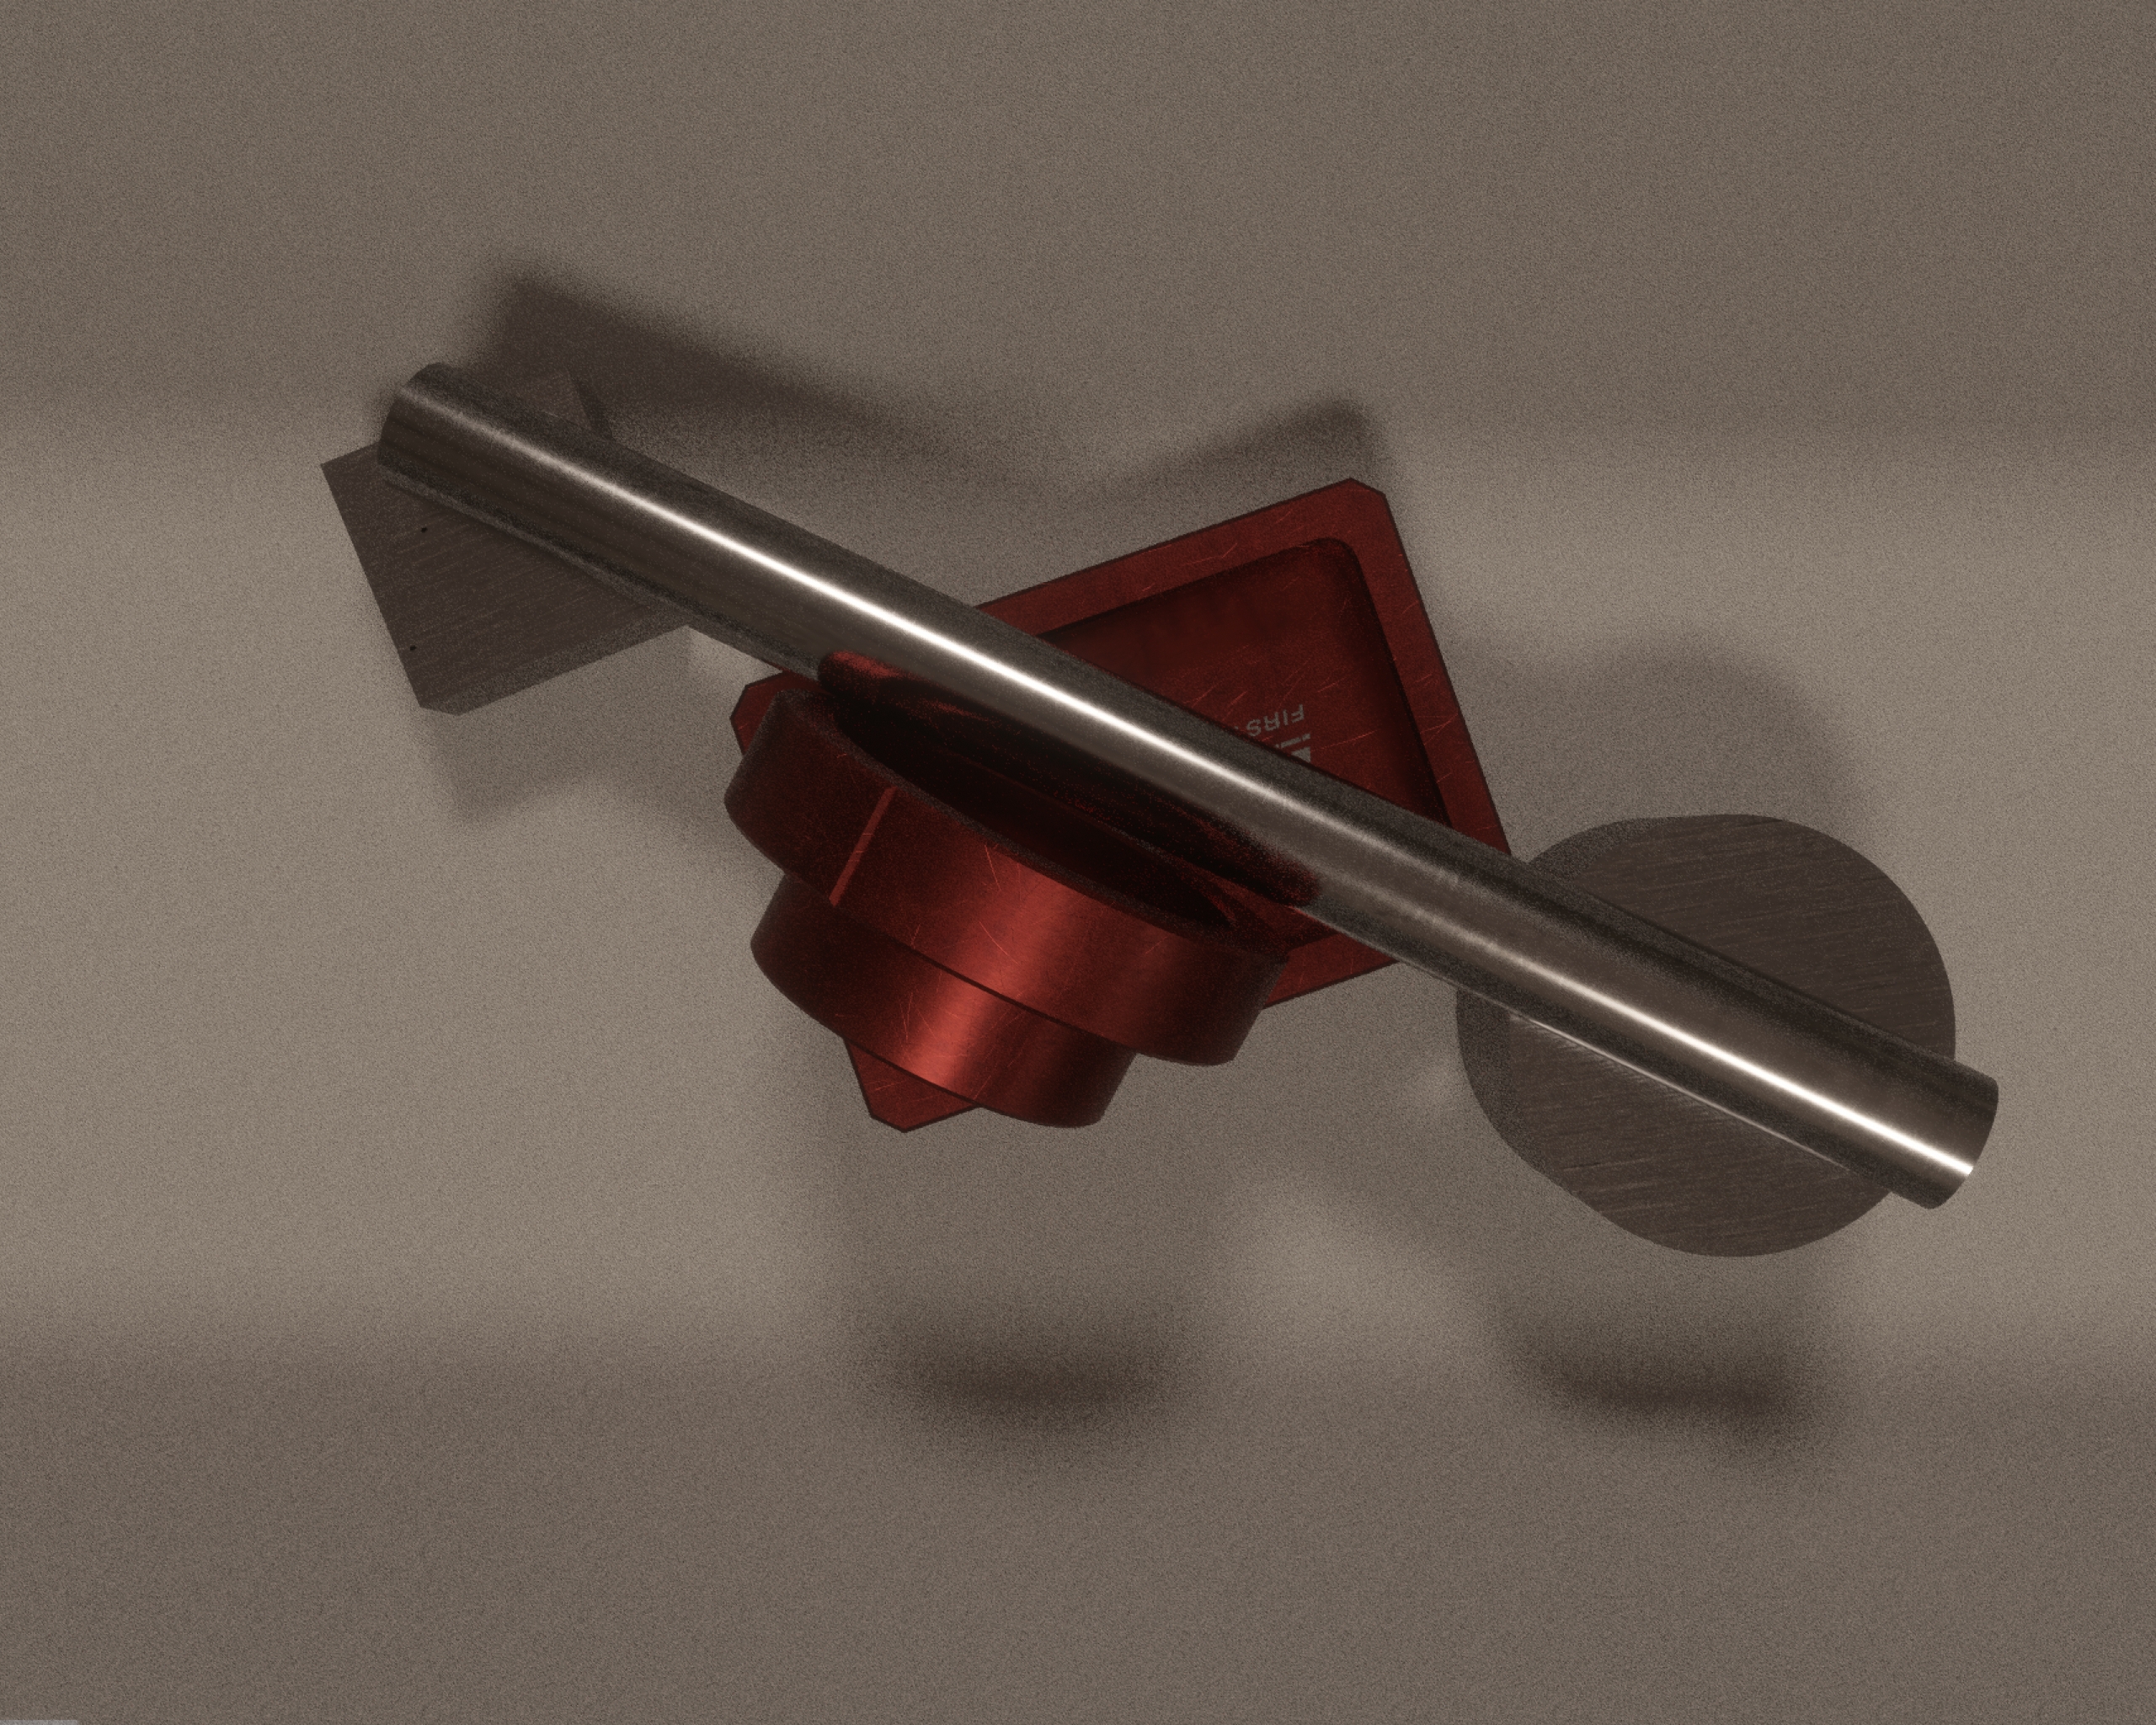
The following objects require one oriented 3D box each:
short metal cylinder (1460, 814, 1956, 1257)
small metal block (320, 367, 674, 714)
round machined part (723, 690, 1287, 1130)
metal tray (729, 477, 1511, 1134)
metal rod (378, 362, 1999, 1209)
[{"bbox_3d":[0.117,0.031,0.399,0.081,0.050,0.079,0,90,-1],"label":"short metal cylinder"},{"bbox_3d":[-0.111,-0.062,0.408,0.050,0.025,0.050,-22,90,-1],"label":"small metal block"},{"bbox_3d":[-0.017,0.011,0.360,0.098,0.098,0.042,28,98,-1],"label":"round machined part"},{"bbox_3d":[0.009,-0.011,0.407,0.131,0.030,0.090,-19,90,-1],"label":"metal tray"},{"bbox_3d":[0.014,-0.016,0.369,0.301,0.025,0.025,25,90,6],"label":"metal rod"}]
